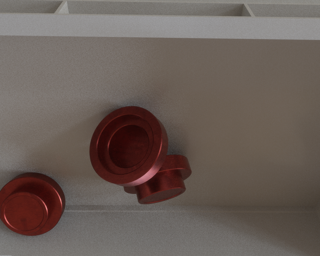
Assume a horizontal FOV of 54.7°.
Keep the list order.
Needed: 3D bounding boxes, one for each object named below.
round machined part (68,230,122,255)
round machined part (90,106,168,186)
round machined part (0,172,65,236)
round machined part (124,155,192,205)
[{"bbox_3d":[-0.123,0.235,0.599,0.099,0.042,0.097,0,130,0],"label":"round machined part"},{"bbox_3d":[-0.035,0.025,0.389,0.098,0.098,0.042,-19,154,15],"label":"round machined part"},{"bbox_3d":[-0.199,0.121,0.472,0.099,0.042,0.097,-1,101,-3],"label":"round machined part"},{"bbox_3d":[-0.002,0.077,0.437,0.099,0.042,0.098,-14,156,-6],"label":"round machined part"}]
